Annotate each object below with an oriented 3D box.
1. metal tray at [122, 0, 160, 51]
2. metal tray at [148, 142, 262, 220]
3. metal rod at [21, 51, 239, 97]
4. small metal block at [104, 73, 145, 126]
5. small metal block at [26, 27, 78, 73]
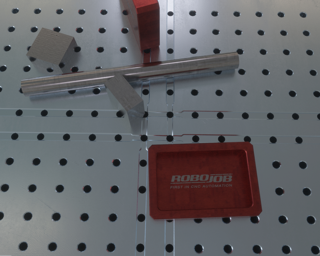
[{"bbox_3d":[-0.035,-0.191,0.446,0.030,0.090,0.130,-18,71,-6],"label":"metal tray"},{"bbox_3d":[0.052,0.066,0.385,0.131,0.030,0.090,-2,70,-1],"label":"metal tray"},{"bbox_3d":[-0.039,-0.077,0.439,0.302,0.025,0.025,-8,70,-3],"label":"metal rod"},{"bbox_3d":[-0.046,-0.037,0.412,0.025,0.050,0.050,-36,74,-12],"label":"small metal block"},{"bbox_3d":[-0.156,-0.113,0.452,0.050,0.025,0.050,18,71,6],"label":"small metal block"}]
